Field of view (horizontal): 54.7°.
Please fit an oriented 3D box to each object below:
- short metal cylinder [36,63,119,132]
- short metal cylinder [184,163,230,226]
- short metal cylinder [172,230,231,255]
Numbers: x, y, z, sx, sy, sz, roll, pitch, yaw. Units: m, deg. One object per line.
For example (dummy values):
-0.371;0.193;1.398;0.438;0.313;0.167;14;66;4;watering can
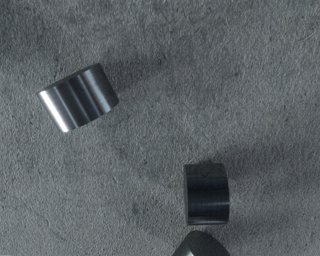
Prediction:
-0.096;-0.037;0.366;0.080;0.080;0.050;-23;109;8;short metal cylinder
0.059;0.088;0.413;0.050;0.080;0.079;-2;110;1;short metal cylinder
0.060;0.199;0.454;0.080;0.080;0.050;28;108;-10;short metal cylinder
